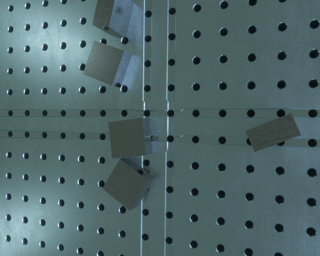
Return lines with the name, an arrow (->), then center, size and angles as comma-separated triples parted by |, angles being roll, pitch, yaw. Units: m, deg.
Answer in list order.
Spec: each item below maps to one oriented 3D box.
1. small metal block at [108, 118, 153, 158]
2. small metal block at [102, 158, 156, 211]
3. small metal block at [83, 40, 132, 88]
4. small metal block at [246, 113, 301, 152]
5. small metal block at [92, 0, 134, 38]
small metal block -> -0.040, 0.014, 0.427 | 0.050, 0.025, 0.050 | -7, 88, 20
small metal block -> -0.043, 0.076, 0.428 | 0.050, 0.025, 0.050 | 34, 101, 16
small metal block -> -0.074, -0.090, 0.439 | 0.050, 0.025, 0.050 | 23, 98, 18
small metal block -> 0.129, 0.005, 0.354 | 0.050, 0.050, 0.025 | -24, 82, 18
small metal block -> -0.063, -0.156, 0.422 | 0.025, 0.050, 0.050 | 15, 95, 19
